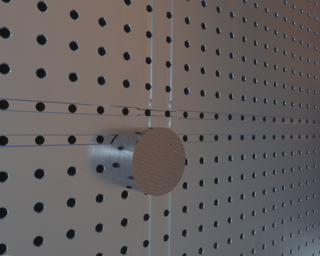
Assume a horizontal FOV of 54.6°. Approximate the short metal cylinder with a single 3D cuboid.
[{"bbox_3d":[-0.015,0.039,0.379,0.081,0.050,0.080,0,90,-40],"label":"short metal cylinder"}]
